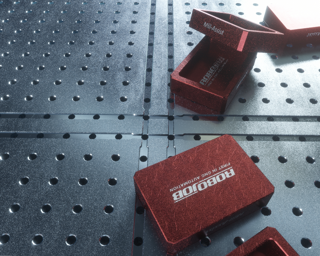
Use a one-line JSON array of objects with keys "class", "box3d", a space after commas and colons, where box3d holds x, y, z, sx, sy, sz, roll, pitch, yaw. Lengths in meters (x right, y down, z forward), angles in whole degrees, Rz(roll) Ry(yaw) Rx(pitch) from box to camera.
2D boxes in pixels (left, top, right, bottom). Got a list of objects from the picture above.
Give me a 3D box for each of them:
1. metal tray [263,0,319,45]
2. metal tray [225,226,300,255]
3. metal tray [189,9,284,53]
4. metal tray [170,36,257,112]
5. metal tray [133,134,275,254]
[{"class": "metal tray", "box3d": [0.272, -0.200, 0.574, 0.131, 0.030, 0.090, -9, 51, -8]}, {"class": "metal tray", "box3d": [0.106, 0.164, 0.267, 0.091, 0.030, 0.130, -25, 55, -20]}, {"class": "metal tray", "box3d": [0.120, -0.159, 0.502, 0.091, 0.030, 0.130, -7, 35, -33]}, {"class": "metal tray", "box3d": [0.085, -0.090, 0.480, 0.090, 0.030, 0.130, 25, 54, 19]}, {"class": "metal tray", "box3d": [0.047, 0.068, 0.348, 0.131, 0.030, 0.090, -21, 53, -17]}]
